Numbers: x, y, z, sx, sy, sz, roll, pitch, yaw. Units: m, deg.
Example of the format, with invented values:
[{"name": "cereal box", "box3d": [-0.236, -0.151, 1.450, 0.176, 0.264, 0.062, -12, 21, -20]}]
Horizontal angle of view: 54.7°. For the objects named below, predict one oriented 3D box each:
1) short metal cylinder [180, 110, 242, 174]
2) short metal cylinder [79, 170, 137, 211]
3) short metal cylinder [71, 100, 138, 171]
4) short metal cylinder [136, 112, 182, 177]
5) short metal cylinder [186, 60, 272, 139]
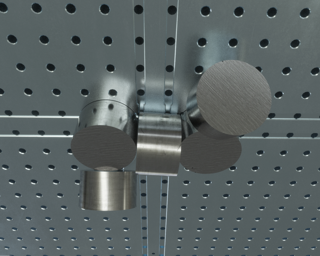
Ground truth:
[{"name": "short metal cylinder", "box3d": [0.062, 0.015, 0.408, 0.081, 0.050, 0.079, 0, 130, 0]}, {"name": "short metal cylinder", "box3d": [-0.073, 0.085, 0.440, 0.081, 0.050, 0.080, 1, 174, 0]}, {"name": "short metal cylinder", "box3d": [-0.070, 0.011, 0.402, 0.081, 0.050, 0.079, 0, 130, 0]}, {"name": "short metal cylinder", "box3d": [-0.003, 0.021, 0.393, 0.050, 0.080, 0.079, 4, 130, -4]}, {"name": "short metal cylinder", "box3d": [0.074, -0.029, 0.343, 0.081, 0.080, 0.050, 7, 171, -6]}]
